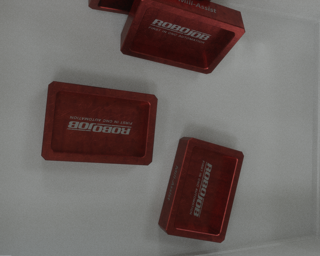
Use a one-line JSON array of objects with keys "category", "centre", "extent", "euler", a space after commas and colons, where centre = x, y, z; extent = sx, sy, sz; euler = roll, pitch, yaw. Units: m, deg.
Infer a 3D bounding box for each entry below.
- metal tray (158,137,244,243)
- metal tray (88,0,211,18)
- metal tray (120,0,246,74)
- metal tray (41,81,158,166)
[{"category": "metal tray", "centre": [0.058, 0.085, 0.430], "extent": [0.091, 0.030, 0.129], "euler": [16, 84, -20]}, {"category": "metal tray", "centre": [-0.012, -0.164, 0.368], "extent": [0.131, 0.090, 0.030], "euler": [1, 87, -23]}, {"category": "metal tray", "centre": [0.026, -0.118, 0.384], "extent": [0.131, 0.090, 0.030], "euler": [9, 59, -20]}, {"category": "metal tray", "centre": [-0.072, -0.003, 0.381], "extent": [0.131, 0.030, 0.089], "euler": [6, 88, -20]}]
